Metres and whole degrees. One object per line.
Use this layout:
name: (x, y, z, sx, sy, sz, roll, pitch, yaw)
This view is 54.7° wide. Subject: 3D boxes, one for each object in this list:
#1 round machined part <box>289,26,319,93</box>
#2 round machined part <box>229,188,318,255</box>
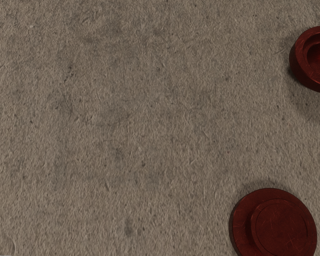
round machined part: (0.231, -0.091, 0.435, 0.099, 0.042, 0.098, 0, 70, -1)
round machined part: (0.133, 0.118, 0.358, 0.099, 0.042, 0.098, 0, 70, -1)
